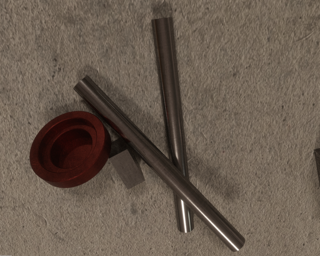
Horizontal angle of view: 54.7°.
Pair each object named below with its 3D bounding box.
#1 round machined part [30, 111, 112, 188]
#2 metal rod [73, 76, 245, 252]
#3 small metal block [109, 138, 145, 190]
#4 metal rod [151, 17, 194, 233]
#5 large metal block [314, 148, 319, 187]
[{"bbox_3d":[-0.108,0.030,0.391,0.098,0.098,0.042,-16,146,5],"label":"round machined part"},{"bbox_3d":[0.004,0.051,0.405,0.025,0.025,0.300,-42,97,13],"label":"metal rod"},{"bbox_3d":[-0.046,0.045,0.409,0.025,0.050,0.050,-28,111,-3],"label":"small metal block"},{"bbox_3d":[0.020,0.010,0.413,0.025,0.025,0.298,-7,110,2],"label":"metal rod"},{"bbox_3d":[0.268,0.064,0.424,0.080,0.050,0.080,-17,110,5],"label":"large metal block"}]
